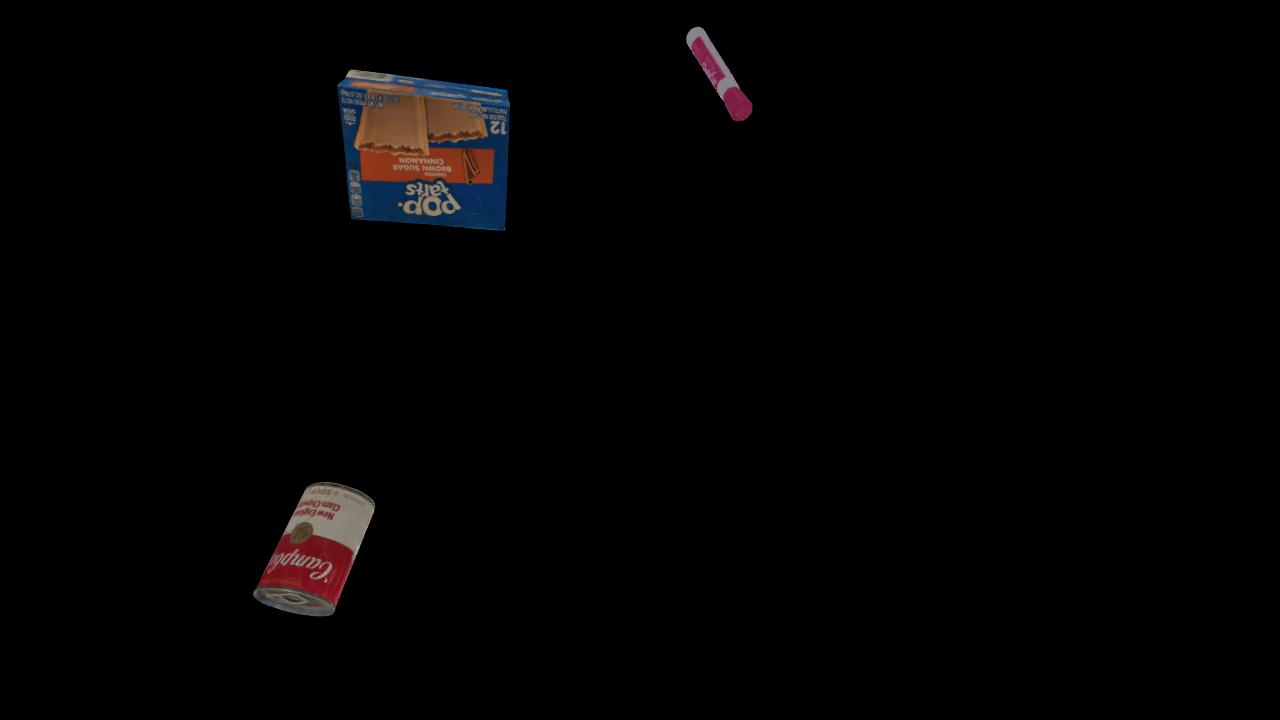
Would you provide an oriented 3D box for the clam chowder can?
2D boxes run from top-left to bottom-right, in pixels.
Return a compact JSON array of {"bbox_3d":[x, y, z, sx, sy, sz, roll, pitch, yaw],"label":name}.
[{"bbox_3d":[-0.294,0.172,0.564,0.068,0.102,0.068,4,-40,4],"label":"clam chowder can"}]

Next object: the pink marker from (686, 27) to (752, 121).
[{"bbox_3d":[0.067,-0.245,0.525,0.020,0.121,0.020,-13,-33,-9],"label":"pink marker"}]

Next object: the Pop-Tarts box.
[{"bbox_3d":[-0.232,-0.229,0.681,0.167,0.141,0.083,2,35,-14],"label":"Pop-Tarts box"}]
